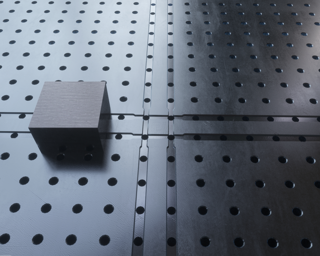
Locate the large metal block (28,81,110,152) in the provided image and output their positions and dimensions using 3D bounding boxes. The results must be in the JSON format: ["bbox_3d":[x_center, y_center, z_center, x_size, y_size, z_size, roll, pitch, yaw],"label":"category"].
[{"bbox_3d":[-0.112,-0.015,0.404,0.080,0.050,0.080,0,50,0],"label":"large metal block"}]
